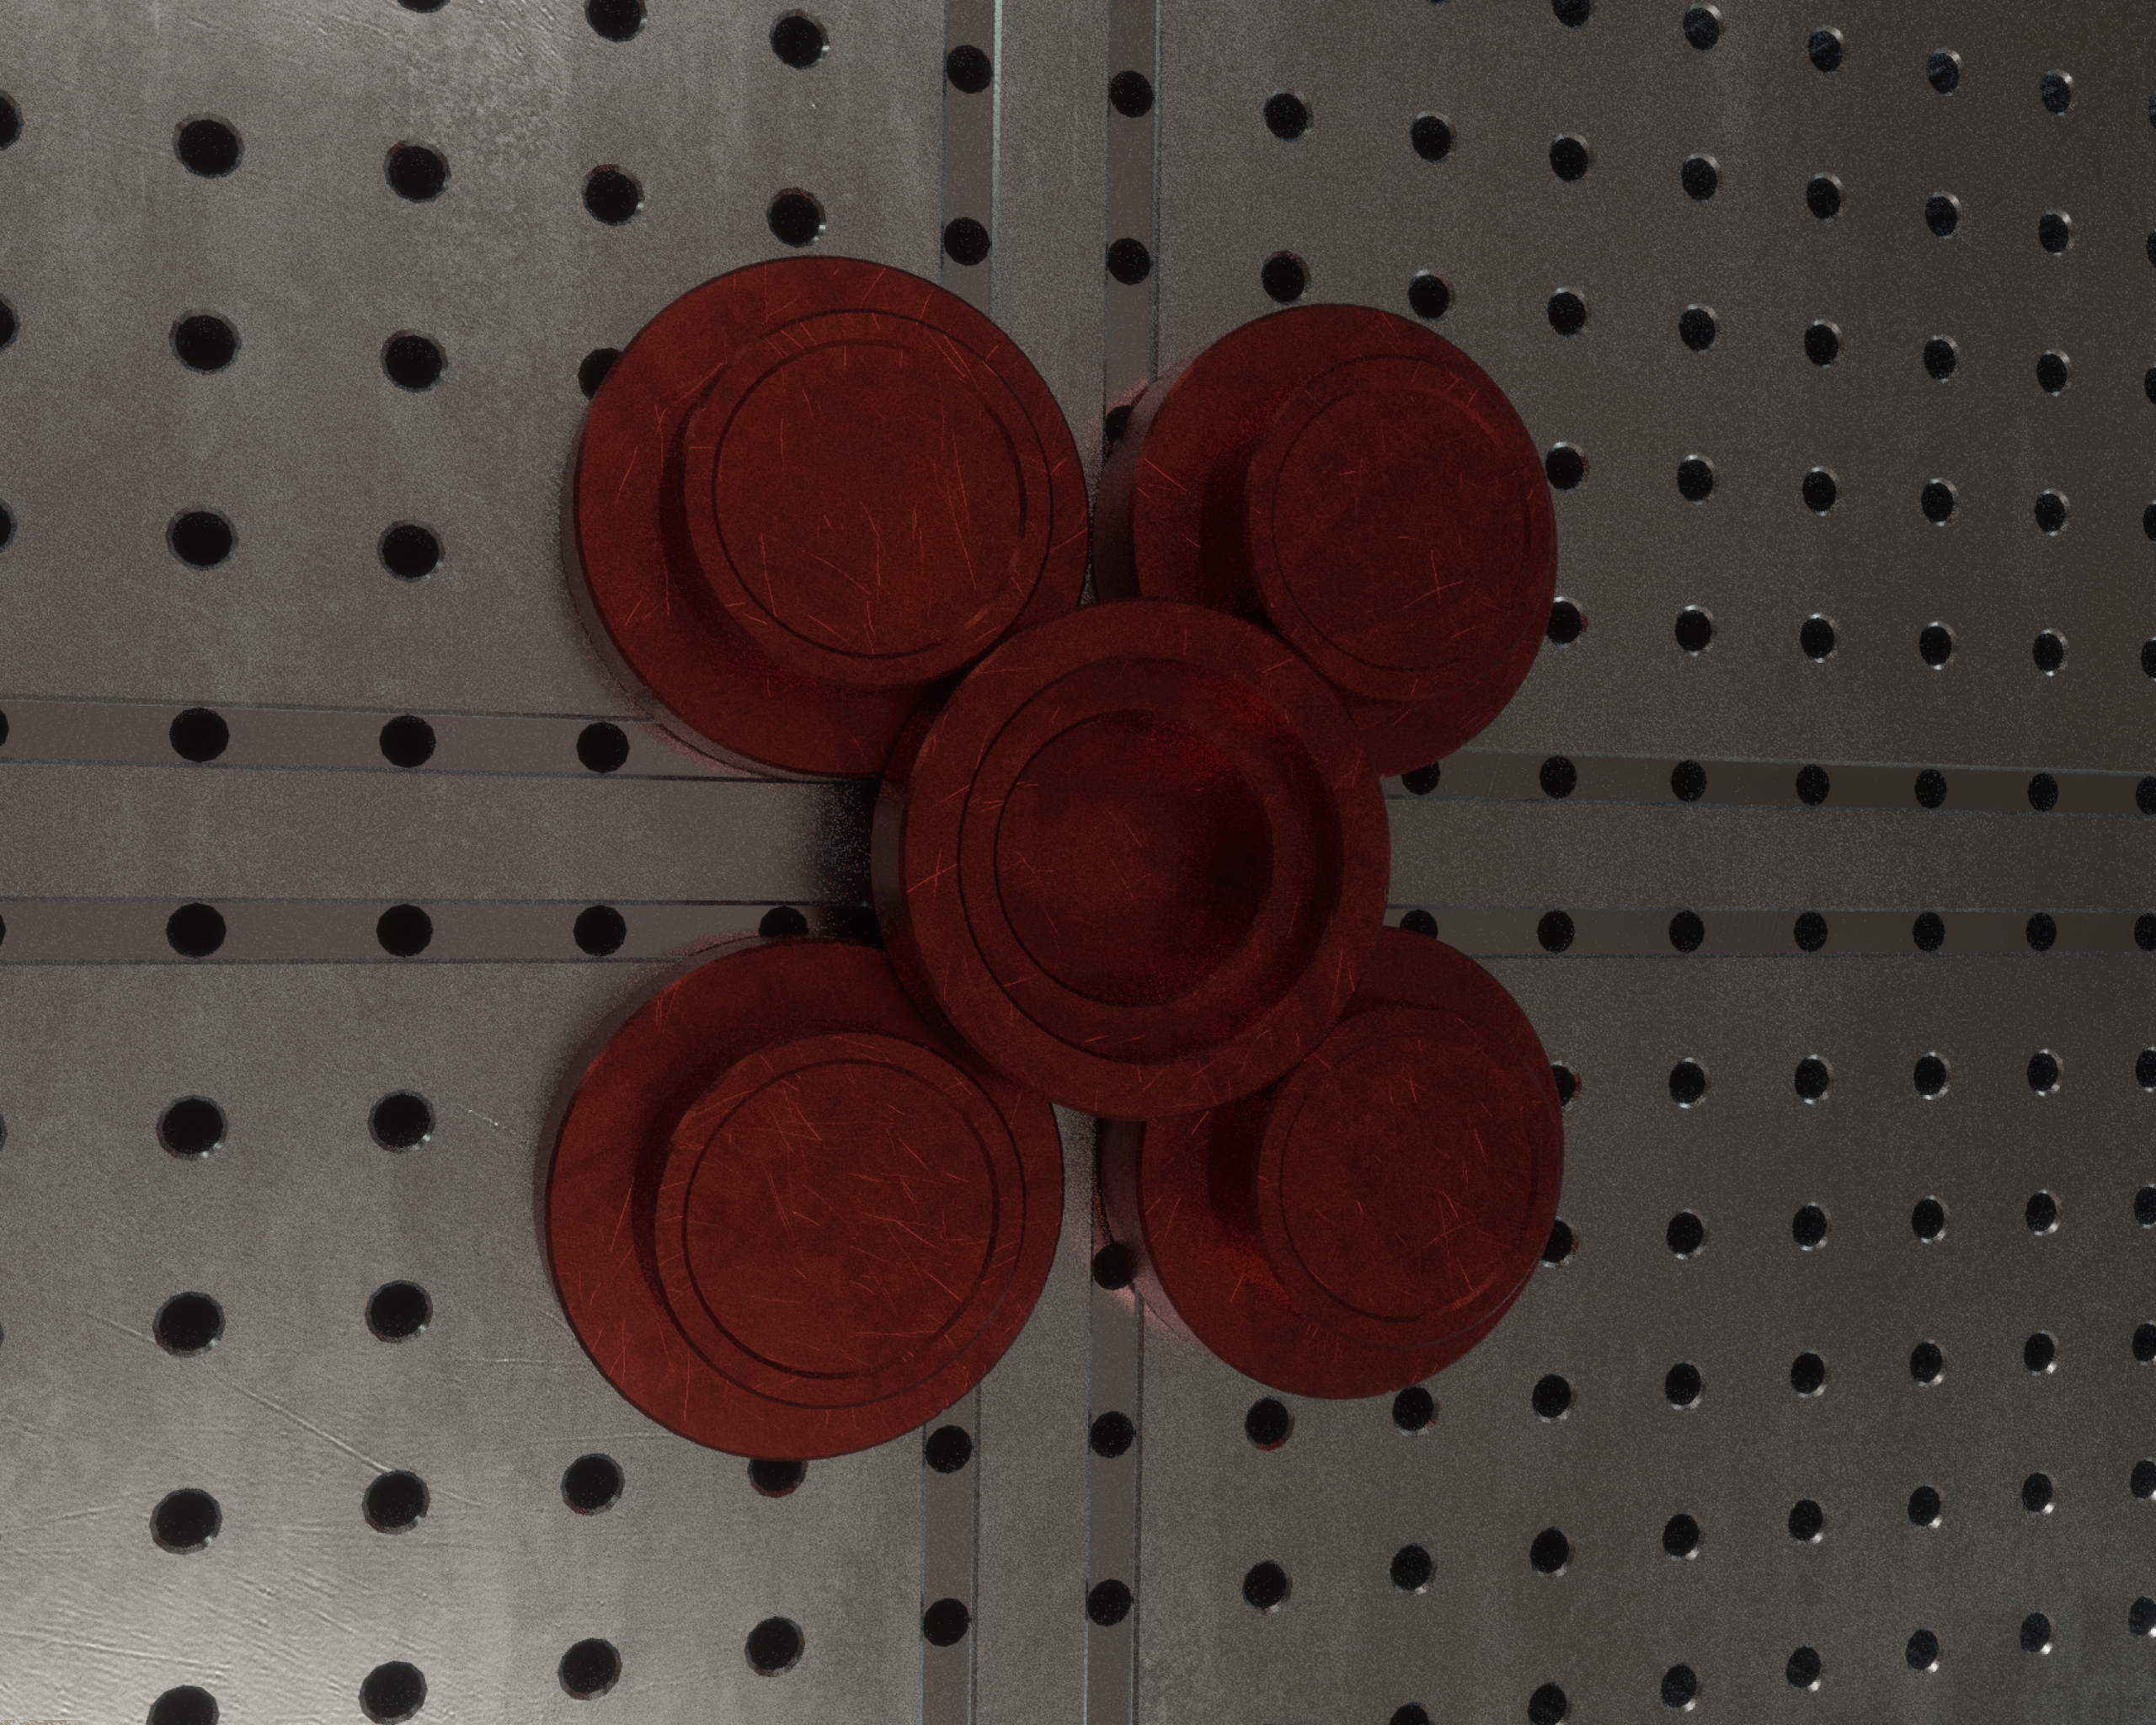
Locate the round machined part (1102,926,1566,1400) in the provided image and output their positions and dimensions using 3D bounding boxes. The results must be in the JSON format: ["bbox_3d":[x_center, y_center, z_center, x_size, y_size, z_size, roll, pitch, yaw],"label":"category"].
[{"bbox_3d":[0.058,0.061,0.426,0.099,0.042,0.097,0,90,-21],"label":"round machined part"}]

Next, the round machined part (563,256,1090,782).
[{"bbox_3d":[-0.043,-0.064,0.388,0.099,0.042,0.097,0,90,-21],"label":"round machined part"}]

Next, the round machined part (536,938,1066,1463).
[{"bbox_3d":[-0.048,0.063,0.387,0.099,0.042,0.097,0,90,-21],"label":"round machined part"}]

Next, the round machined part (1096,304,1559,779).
[{"bbox_3d":[0.056,-0.065,0.425,0.099,0.042,0.097,0,90,-21],"label":"round machined part"}]

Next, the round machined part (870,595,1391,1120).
[{"bbox_3d":[0.007,-0.001,0.405,0.099,0.042,0.097,0,90,-21],"label":"round machined part"}]
